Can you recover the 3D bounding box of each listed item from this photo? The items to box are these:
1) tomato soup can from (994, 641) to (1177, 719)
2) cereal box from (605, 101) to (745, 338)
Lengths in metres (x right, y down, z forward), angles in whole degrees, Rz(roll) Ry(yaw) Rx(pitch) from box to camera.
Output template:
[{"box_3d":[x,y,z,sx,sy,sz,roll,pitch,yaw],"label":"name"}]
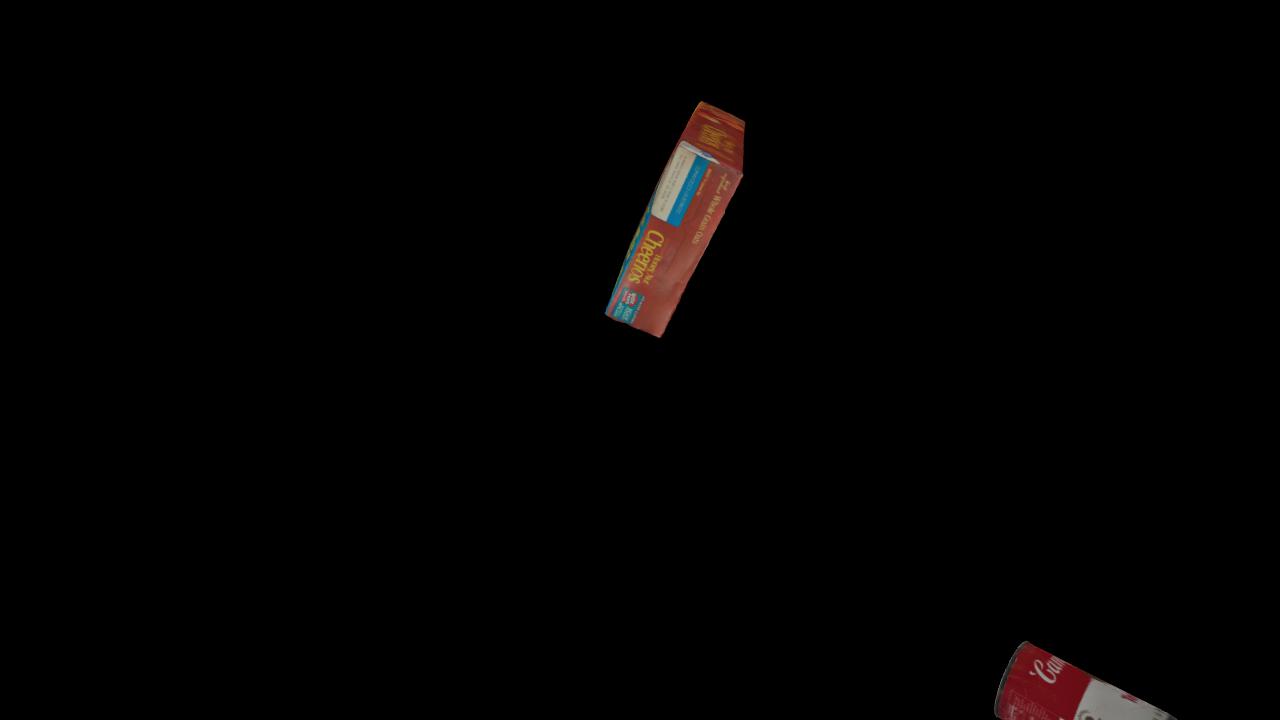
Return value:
[{"box_3d":[0.341,0.276,0.474,0.068,0.068,0.101,0,13,-41],"label":"tomato soup can"},{"box_3d":[0.052,-0.186,0.754,0.081,0.203,0.306,24,32,-3],"label":"cereal box"}]
